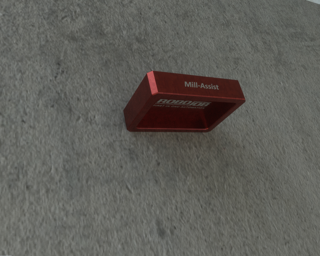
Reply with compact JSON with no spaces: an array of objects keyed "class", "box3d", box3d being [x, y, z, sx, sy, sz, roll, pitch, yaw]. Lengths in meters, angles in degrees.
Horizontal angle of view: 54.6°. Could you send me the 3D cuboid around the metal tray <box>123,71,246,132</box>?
[{"class":"metal tray","box3d":[0.030,-0.028,0.394,0.131,0.090,0.030,1,62,-28]}]
